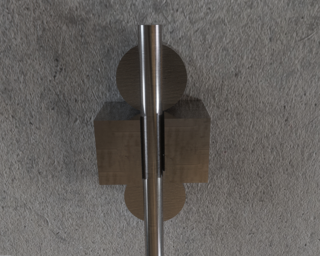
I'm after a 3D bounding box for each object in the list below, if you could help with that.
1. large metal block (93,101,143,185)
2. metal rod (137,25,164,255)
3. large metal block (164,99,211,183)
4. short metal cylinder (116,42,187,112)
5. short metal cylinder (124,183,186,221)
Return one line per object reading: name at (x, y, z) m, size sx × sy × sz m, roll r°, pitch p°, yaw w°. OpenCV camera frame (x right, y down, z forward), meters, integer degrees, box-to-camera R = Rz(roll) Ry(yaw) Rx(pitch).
large metal block at (-0.047, 0.015, 0.387) m, size 0.050 × 0.080 × 0.079 m, roll -1°, pitch 110°, yaw 0°
metal rod at (-0.009, 0.034, 0.369) m, size 0.025 × 0.025 × 0.298 m, roll -1°, pitch 110°, yaw 0°
large metal block at (0.030, 0.013, 0.387) m, size 0.050 × 0.080 × 0.079 m, roll -1°, pitch 110°, yaw 0°
short metal cylinder at (-0.009, -0.064, 0.374) m, size 0.081 × 0.050 × 0.079 m, roll 0°, pitch 110°, yaw 0°
short metal cylinder at (-0.007, 0.082, 0.428) m, size 0.081 × 0.050 × 0.079 m, roll 0°, pitch 110°, yaw 0°
